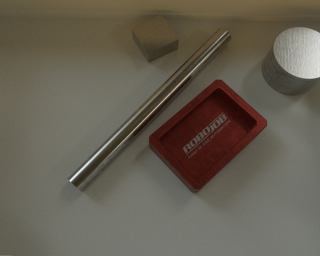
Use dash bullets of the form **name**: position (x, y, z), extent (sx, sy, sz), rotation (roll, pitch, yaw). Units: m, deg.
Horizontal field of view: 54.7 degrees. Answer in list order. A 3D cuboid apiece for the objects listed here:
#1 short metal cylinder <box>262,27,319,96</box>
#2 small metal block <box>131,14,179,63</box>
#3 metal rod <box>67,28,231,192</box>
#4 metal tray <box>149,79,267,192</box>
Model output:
- **short metal cylinder**: position (0.190, -0.092, 0.432), extent (0.081, 0.050, 0.080), rotation (0, 70, 0)
- **small metal block**: position (-0.007, -0.132, 0.458), extent (0.050, 0.025, 0.050), rotation (-28, 73, -10)
- **metal rod**: position (-0.005, -0.034, 0.422), extent (0.025, 0.025, 0.301), rotation (40, 74, 13)
- **metal tray**: position (0.062, 0.008, 0.404), extent (0.130, 0.030, 0.090), rotation (-40, 75, -14)
